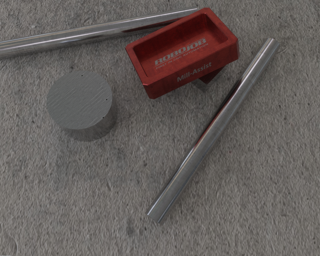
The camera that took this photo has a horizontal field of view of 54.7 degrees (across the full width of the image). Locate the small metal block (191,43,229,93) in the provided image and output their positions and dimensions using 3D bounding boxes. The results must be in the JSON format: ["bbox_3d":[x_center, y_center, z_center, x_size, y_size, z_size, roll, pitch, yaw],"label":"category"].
[{"bbox_3d":[0.061,-0.087,0.440,0.050,0.025,0.050,40,75,13],"label":"small metal block"}]

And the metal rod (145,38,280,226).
[{"bbox_3d":[0.078,-0.007,0.411,0.025,0.025,0.300,33,73,11],"label":"metal rod"}]

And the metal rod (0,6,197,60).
[{"bbox_3d":[-0.092,-0.141,0.458,0.302,0.025,0.025,-12,71,-5],"label":"metal rod"}]

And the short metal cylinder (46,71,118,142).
[{"bbox_3d":[-0.099,-0.027,0.404,0.081,0.050,0.080,0,70,0],"label":"short metal cylinder"}]

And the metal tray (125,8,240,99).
[{"bbox_3d":[0.028,-0.103,0.417,0.131,0.030,0.090,-26,52,0],"label":"metal tray"}]
